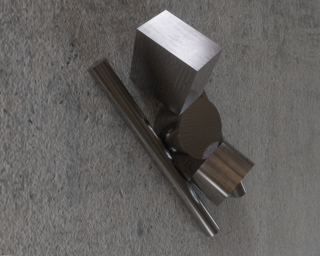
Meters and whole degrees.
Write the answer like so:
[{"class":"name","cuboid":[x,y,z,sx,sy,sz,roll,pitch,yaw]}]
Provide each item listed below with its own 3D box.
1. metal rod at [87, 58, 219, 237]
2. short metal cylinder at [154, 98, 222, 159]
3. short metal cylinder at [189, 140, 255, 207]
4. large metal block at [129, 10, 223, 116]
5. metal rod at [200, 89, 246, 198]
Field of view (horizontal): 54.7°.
[{"class":"metal rod","cuboid":[0.004,0.042,0.408,0.025,0.025,0.299,-48,119,-29]},{"class":"short metal cylinder","cuboid":[0.039,0.001,0.422,0.081,0.050,0.080,0,90,-40]},{"class":"short metal cylinder","cuboid":[0.087,0.064,0.435,0.050,0.080,0.080,41,55,15]},{"class":"large metal block","cuboid":[0.015,-0.074,0.362,0.080,0.080,0.050,38,58,13]},{"class":"metal rod","cuboid":[0.069,-0.018,0.463,0.025,0.025,0.299,-40,114,-33]}]
